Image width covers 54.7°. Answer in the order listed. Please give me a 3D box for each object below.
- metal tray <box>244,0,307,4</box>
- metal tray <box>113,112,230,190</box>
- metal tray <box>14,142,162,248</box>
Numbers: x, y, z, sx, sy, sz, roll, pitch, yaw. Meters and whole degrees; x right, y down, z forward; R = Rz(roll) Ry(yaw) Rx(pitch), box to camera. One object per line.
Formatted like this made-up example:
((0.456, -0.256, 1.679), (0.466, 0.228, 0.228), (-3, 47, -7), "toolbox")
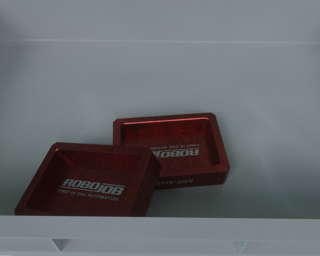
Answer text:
((0.240, -0.301, 0.659), (0.131, 0.030, 0.090), (-2, 50, -2), "metal tray")
((0.010, 0.027, 0.378), (0.131, 0.030, 0.090), (-4, 50, -4), "metal tray")
((-0.073, 0.061, 0.316), (0.130, 0.030, 0.090), (1, 53, 26), "metal tray")
